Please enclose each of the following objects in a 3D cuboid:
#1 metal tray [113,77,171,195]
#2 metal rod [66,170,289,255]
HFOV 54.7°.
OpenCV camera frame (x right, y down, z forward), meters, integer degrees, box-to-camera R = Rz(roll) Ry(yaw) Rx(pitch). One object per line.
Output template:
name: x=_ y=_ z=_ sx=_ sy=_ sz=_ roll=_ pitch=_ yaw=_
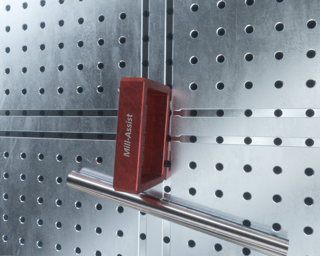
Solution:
metal tray: x=-0.019 y=0.008 z=0.383 sx=0.030 sy=0.090 sz=0.129 roll=5 pitch=92 yaw=21
metal rod: x=0.009 y=0.108 z=0.408 sx=0.301 sy=0.025 sz=0.025 roll=14 pitch=95 yaw=19
